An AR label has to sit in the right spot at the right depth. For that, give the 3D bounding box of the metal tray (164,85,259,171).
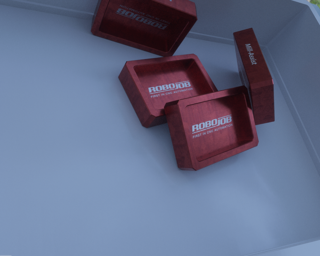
[{"bbox_3d":[0.074,-0.003,0.421,0.131,0.030,0.089,-15,94,-34],"label":"metal tray"}]

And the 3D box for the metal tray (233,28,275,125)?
[{"bbox_3d":[0.145,-0.081,0.481,0.030,0.090,0.130,-13,50,12],"label":"metal tray"}]

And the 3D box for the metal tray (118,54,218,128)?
[{"bbox_3d":[0.017,-0.058,0.446,0.131,0.030,0.090,-15,70,-34],"label":"metal tray"}]

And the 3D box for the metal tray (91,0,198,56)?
[{"bbox_3d":[-0.024,-0.157,0.446,0.131,0.090,0.030,12,57,-22],"label":"metal tray"}]
